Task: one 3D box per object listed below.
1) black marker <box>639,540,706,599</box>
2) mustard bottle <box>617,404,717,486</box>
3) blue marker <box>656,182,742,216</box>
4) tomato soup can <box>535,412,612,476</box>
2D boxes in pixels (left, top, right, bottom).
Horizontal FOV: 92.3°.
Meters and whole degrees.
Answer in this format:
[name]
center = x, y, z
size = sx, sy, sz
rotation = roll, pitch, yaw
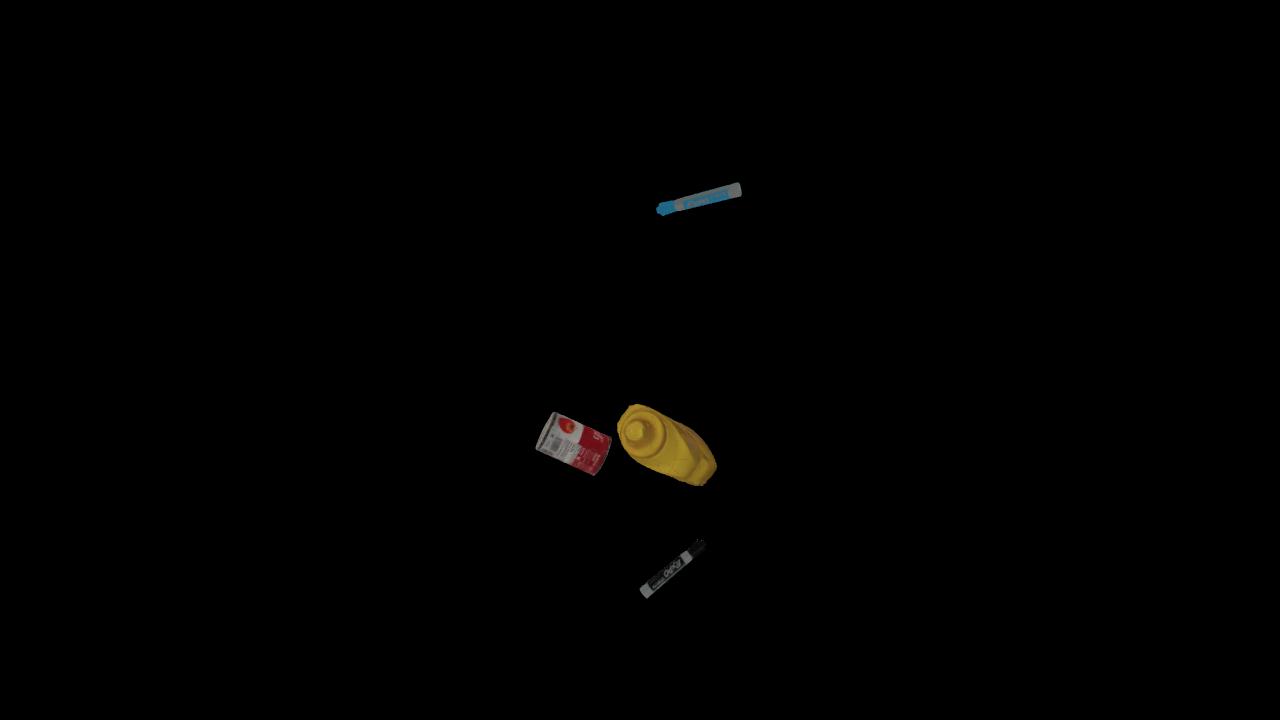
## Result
[black marker]
center = 0.051, 0.315, 0.934
size = 0.121, 0.020, 0.020
rotation = -39, 3, -4
[mustard bottle]
center = 0.022, 0.082, 0.616
size = 0.092, 0.054, 0.184
rotation = 46, 2, 22
[blue marker]
center = 0.079, -0.221, 0.848
size = 0.121, 0.020, 0.020
rotation = -9, -3, 24
[tomato soup can]
center = -0.104, 0.131, 0.961
size = 0.101, 0.068, 0.068
rotation = 26, -5, -11
